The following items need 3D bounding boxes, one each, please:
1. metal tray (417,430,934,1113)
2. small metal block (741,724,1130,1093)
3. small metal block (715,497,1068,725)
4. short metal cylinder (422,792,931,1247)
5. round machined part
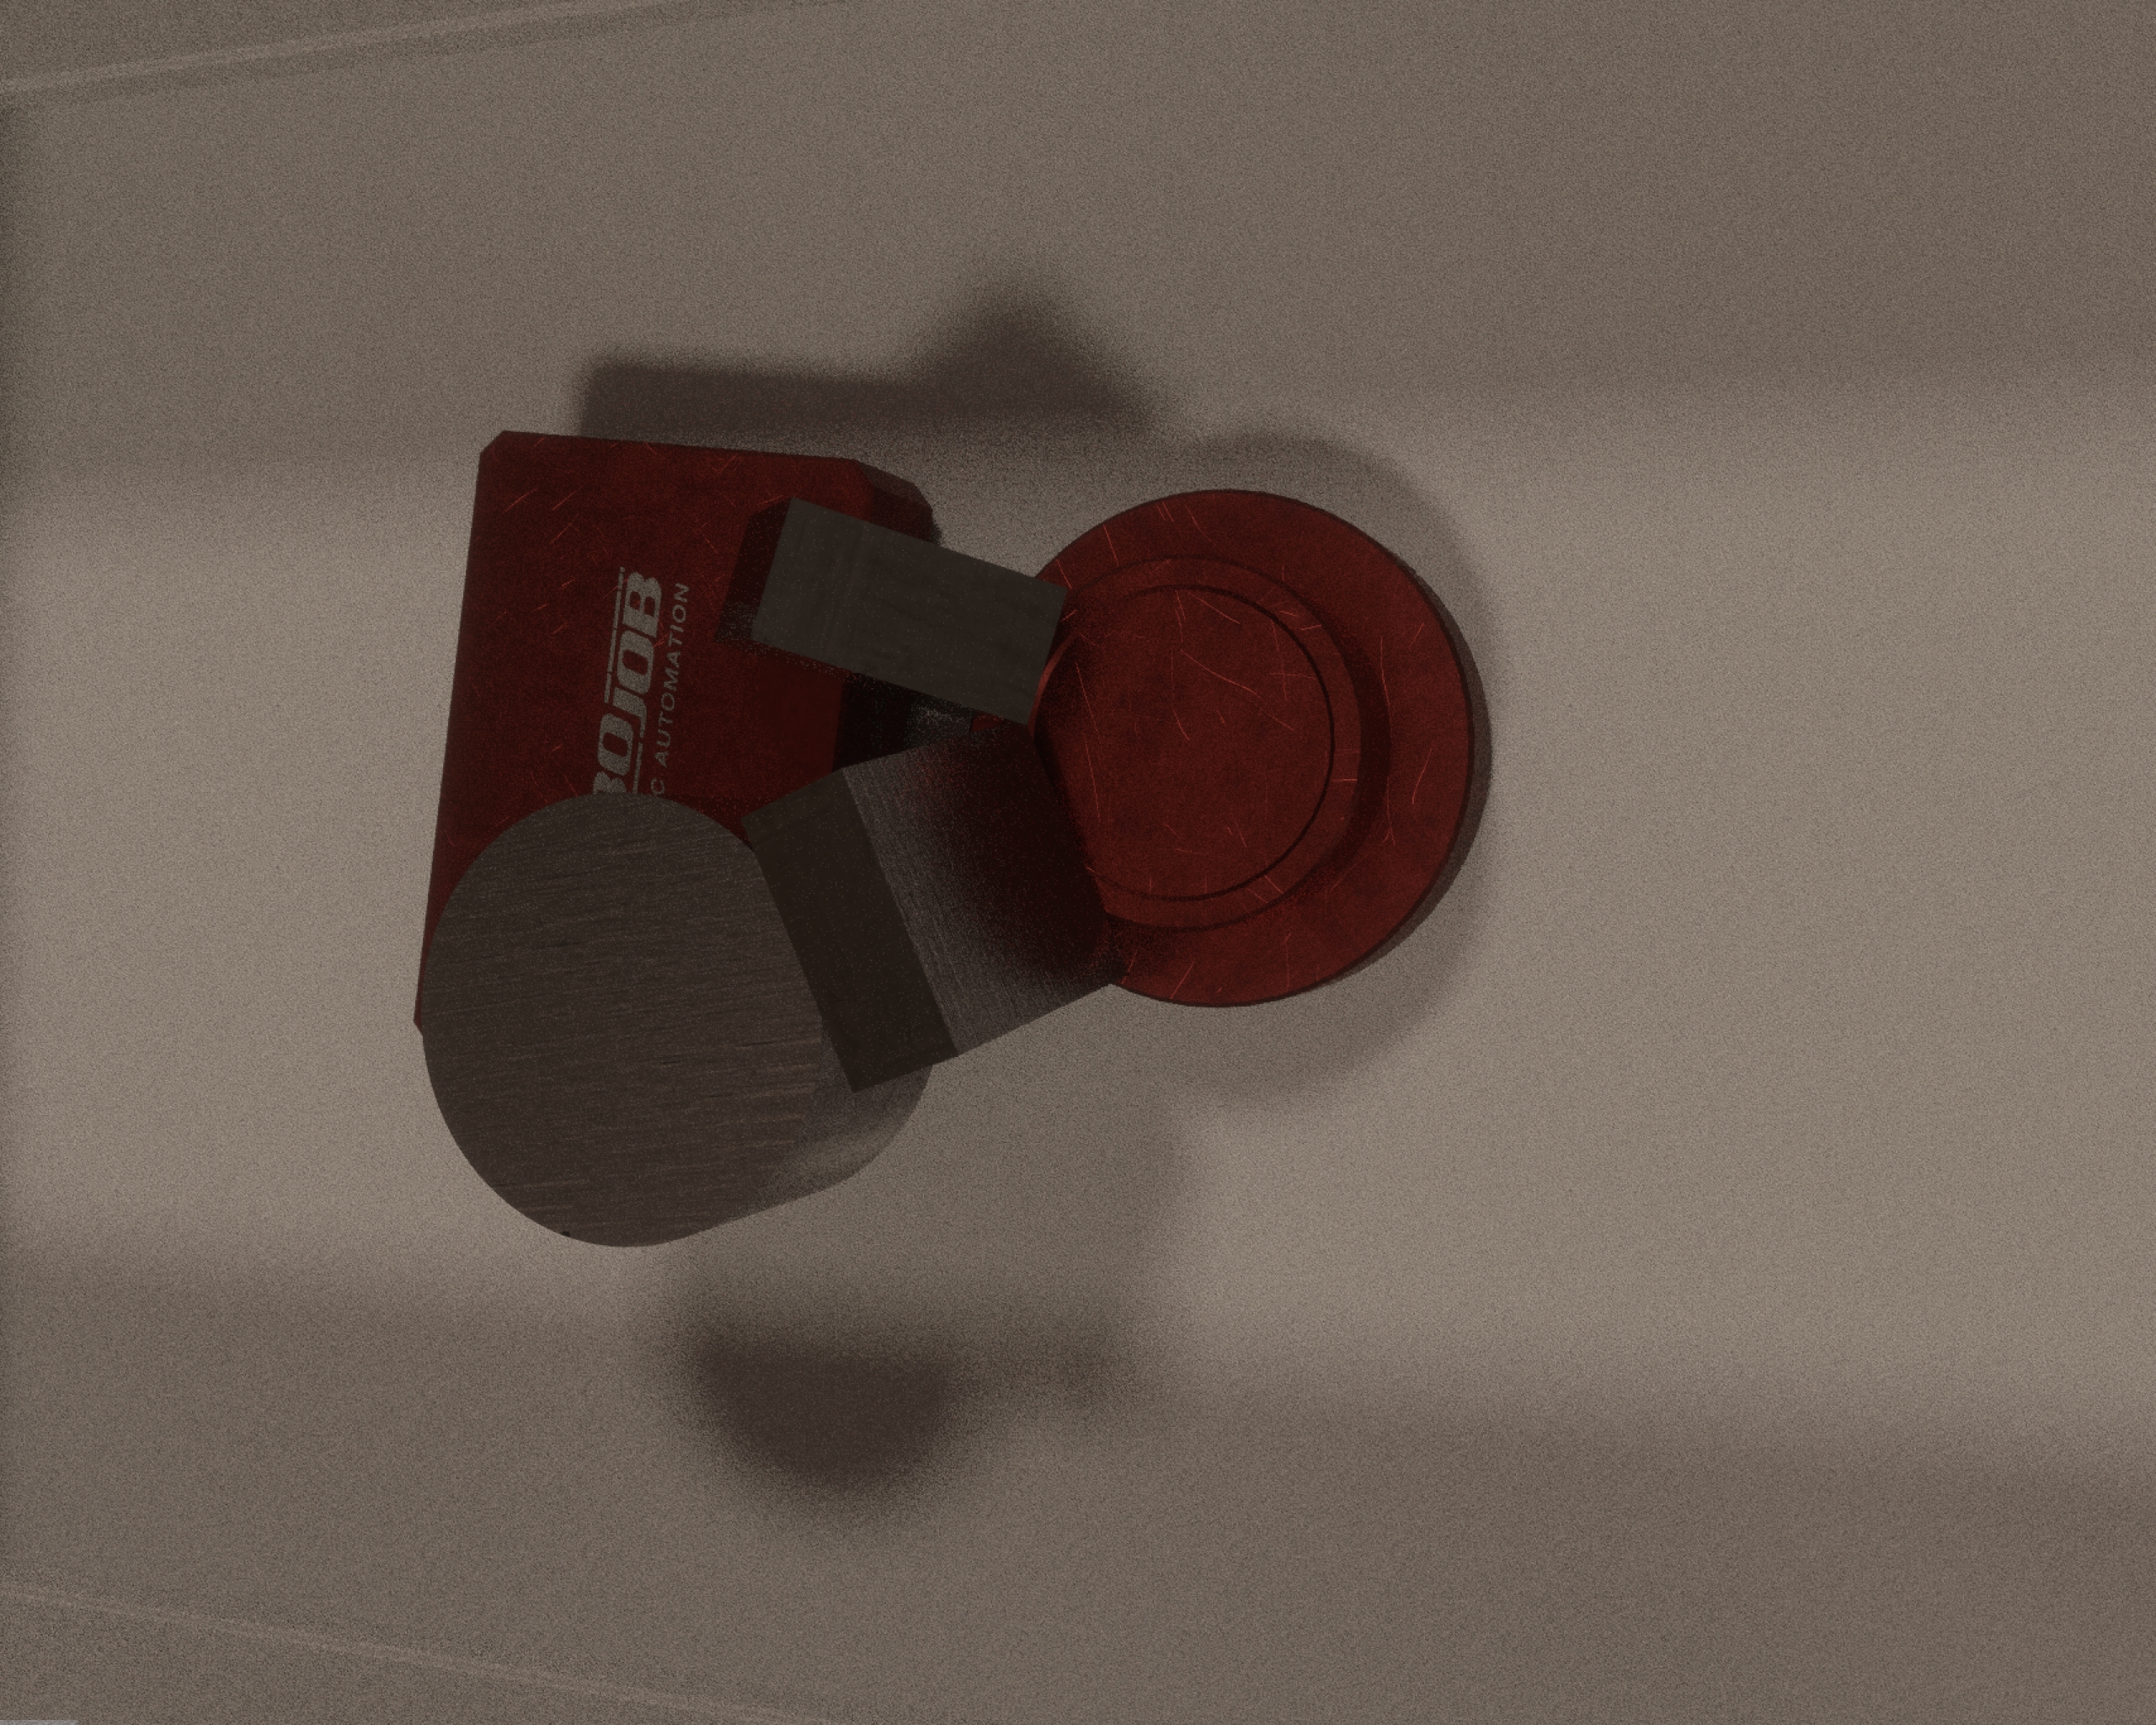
[{"bbox_3d":[-0.084,-0.020,0.432,0.090,0.030,0.129,8,93,19],"label":"metal tray"},{"bbox_3d":[-0.024,0.006,0.361,0.025,0.050,0.050,-23,89,37],"label":"small metal block"},{"bbox_3d":[-0.036,-0.045,0.380,0.050,0.050,0.025,16,90,-18],"label":"small metal block"},{"bbox_3d":[-0.073,0.027,0.388,0.080,0.050,0.079,0,90,19],"label":"short metal cylinder"},{"bbox_3d":[0.025,-0.021,0.390,0.098,0.042,0.097,0,90,19],"label":"round machined part"}]
